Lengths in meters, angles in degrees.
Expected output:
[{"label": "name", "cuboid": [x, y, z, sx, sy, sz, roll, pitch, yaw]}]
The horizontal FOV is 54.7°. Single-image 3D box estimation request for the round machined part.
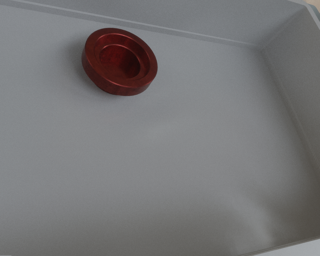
[{"label": "round machined part", "cuboid": [-0.056, -0.083, 0.416, 0.099, 0.042, 0.098, 14, 56, -21]}]
